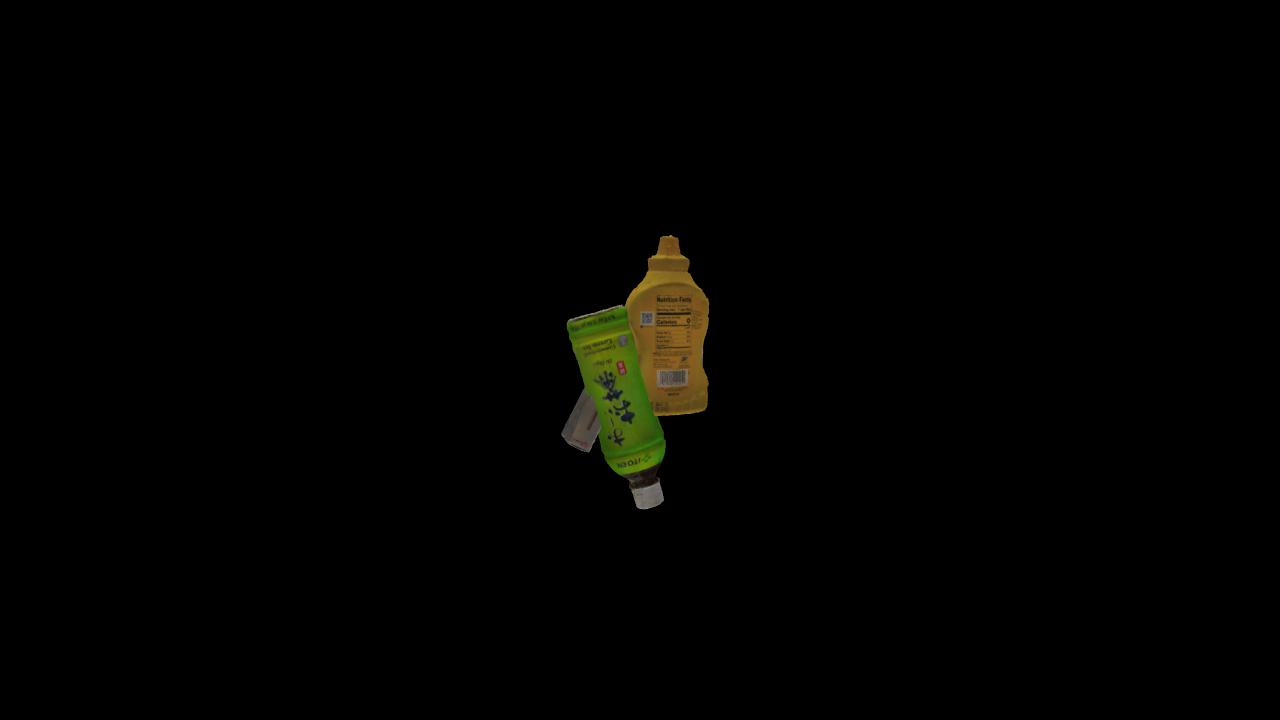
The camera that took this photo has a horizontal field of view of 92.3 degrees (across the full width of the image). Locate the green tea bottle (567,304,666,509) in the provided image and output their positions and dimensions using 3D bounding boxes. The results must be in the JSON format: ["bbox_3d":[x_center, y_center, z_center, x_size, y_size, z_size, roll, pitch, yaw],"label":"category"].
[{"bbox_3d":[-0.016,0.051,0.643,0.073,0.212,0.073,-17,3,1],"label":"green tea bottle"}]

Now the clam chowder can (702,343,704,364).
[{"bbox_3d":[0.042,-0.007,0.725,0.068,0.068,0.102,0,29,6],"label":"clam chowder can"}]

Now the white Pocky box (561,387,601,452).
[{"bbox_3d":[-0.038,0.021,0.664,0.028,0.154,0.084,27,-6,-10],"label":"white Pocky box"}]

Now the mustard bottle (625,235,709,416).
[{"bbox_3d":[0.028,-0.036,0.639,0.092,0.184,0.054,-1,9,-9],"label":"mustard bottle"}]
